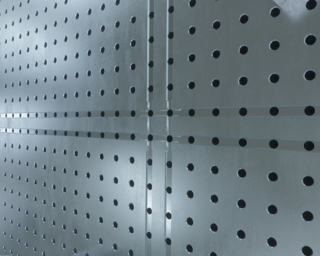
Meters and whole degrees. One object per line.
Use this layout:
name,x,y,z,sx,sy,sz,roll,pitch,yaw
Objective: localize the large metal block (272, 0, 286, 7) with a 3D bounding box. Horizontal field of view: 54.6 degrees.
large metal block,0.111,-0.182,0.302,0.080,0.050,0.080,-50,61,28
